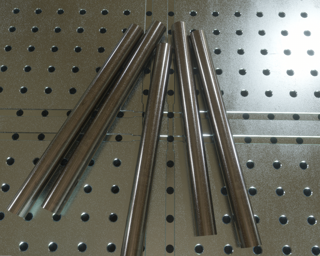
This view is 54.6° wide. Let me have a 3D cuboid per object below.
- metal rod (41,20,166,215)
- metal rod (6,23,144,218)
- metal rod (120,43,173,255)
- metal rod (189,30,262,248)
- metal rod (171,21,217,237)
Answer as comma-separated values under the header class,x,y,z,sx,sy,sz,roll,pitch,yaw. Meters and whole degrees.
class,x,y,z,sx,sy,sz,roll,pitch,yaw
metal rod,-0.067,-0.027,0.421,0.025,0.025,0.300,25,72,8
metal rod,-0.104,-0.023,0.419,0.025,0.025,0.300,26,72,9
metal rod,-0.014,0.021,0.404,0.025,0.025,0.299,8,70,3
metal rod,0.081,0.000,0.412,0.025,0.025,0.299,-9,70,-3
metal rod,0.042,-0.013,0.417,0.025,0.025,0.299,-5,70,-2
